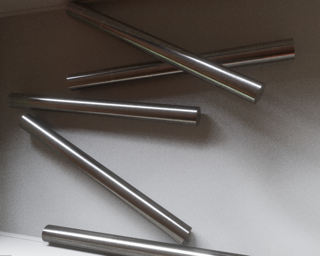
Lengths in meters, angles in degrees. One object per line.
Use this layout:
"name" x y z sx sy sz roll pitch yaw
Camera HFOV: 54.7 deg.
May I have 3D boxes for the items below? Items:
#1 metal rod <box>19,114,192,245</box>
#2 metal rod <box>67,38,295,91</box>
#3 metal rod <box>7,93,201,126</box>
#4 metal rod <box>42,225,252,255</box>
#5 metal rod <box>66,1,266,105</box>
"metal rod" -0.088 0.064 0.441 0.300 0.025 0.025 32 100 17
"metal rod" 0.012 -0.079 0.406 0.301 0.025 0.025 -5 88 19
"metal rod" -0.092 -0.029 0.443 0.301 0.025 0.025 6 92 19
"metal rod" -0.029 0.163 0.420 0.301 0.025 0.025 1 91 19
"metal rod" -0.011 -0.105 0.393 0.300 0.025 0.025 30 100 25
